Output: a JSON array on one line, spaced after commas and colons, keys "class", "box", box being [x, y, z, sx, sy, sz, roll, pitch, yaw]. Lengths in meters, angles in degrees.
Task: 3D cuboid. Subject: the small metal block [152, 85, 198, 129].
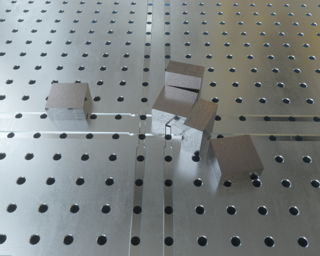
[{"class": "small metal block", "box": [0.021, -0.029, 0.433, 0.050, 0.025, 0.050, 16, 52, 12]}]

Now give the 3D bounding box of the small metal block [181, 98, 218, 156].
[{"class": "small metal block", "box": [0.050, -0.001, 0.393, 0.025, 0.050, 0.050, 22, 53, 17]}]

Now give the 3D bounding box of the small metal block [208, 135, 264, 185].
[{"class": "small metal block", "box": [0.091, 0.038, 0.377, 0.050, 0.025, 0.050, -7, 50, -6]}]

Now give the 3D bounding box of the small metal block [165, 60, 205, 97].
[{"class": "small metal block", "box": [0.035, -0.066, 0.447, 0.050, 0.050, 0.025, 12, 51, 9]}]

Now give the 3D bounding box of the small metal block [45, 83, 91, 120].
[{"class": "small metal block", "box": [-0.128, -0.038, 0.438, 0.050, 0.025, 0.050, 0, 50, -1]}]
